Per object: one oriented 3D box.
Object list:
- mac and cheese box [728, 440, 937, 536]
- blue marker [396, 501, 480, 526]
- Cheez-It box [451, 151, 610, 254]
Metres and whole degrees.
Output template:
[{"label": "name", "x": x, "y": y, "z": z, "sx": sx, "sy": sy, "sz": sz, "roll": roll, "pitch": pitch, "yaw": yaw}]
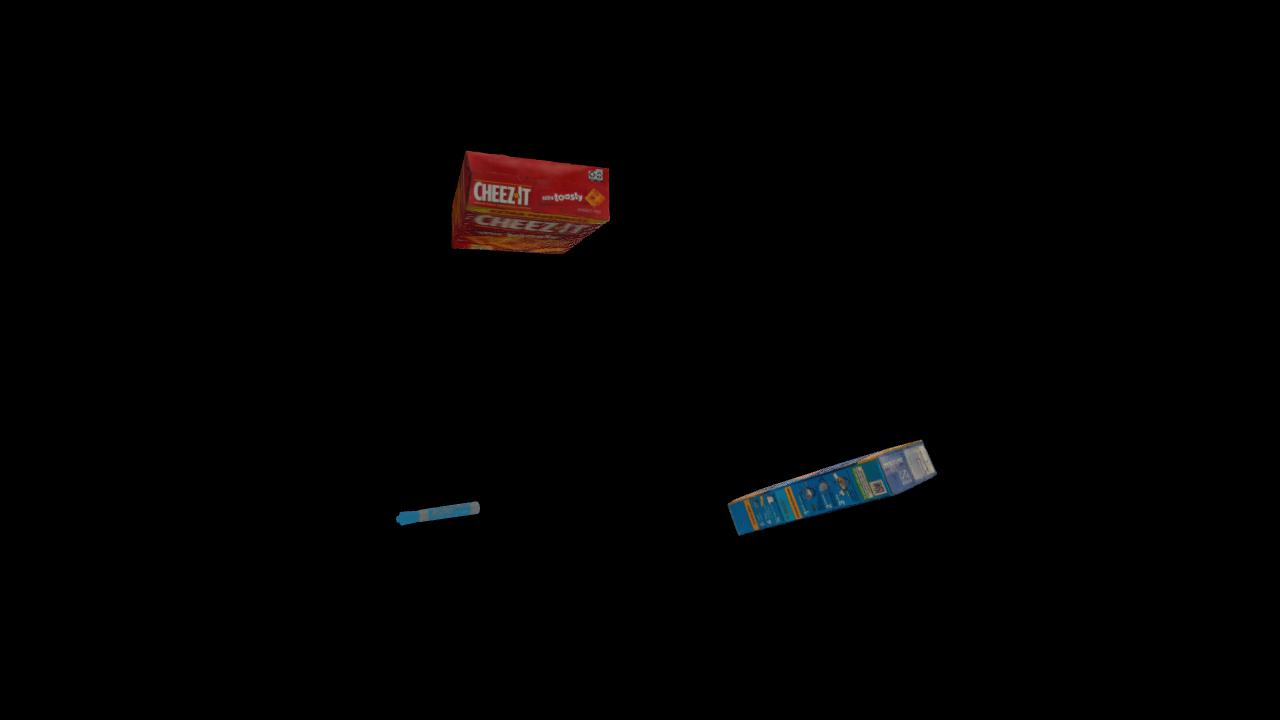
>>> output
[{"label": "mac and cheese box", "x": 0.183, "y": 0.128, "z": 0.606, "sx": 0.093, "sy": 0.041, "sz": 0.184, "roll": -7, "pitch": -18, "yaw": -43}, {"label": "blue marker", "x": -0.290, "y": 0.221, "z": 0.888, "sx": 0.121, "sy": 0.020, "sz": 0.020, "roll": 2, "pitch": -2, "yaw": -43}, {"label": "Cheez-It box", "x": -0.147, "y": -0.190, "z": 0.785, "sx": 0.166, "sy": 0.071, "sz": 0.223, "roll": -1, "pitch": -2, "yaw": -21}]
